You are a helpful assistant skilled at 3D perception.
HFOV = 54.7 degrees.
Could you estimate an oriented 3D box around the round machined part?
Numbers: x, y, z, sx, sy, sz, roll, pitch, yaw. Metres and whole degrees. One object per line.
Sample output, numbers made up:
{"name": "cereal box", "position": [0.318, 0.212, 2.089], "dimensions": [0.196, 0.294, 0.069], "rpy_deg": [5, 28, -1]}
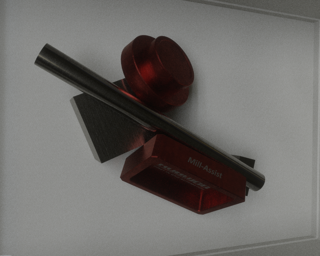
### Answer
{"name": "round machined part", "position": [0.004, -0.071, 0.375], "dimensions": [0.098, 0.042, 0.098], "rpy_deg": [31, 45, -35]}

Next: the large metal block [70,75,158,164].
{"name": "large metal block", "position": [-0.053, -0.012, 0.376], "dimensions": [0.081, 0.050, 0.080], "rpy_deg": [-24, 98, -19]}

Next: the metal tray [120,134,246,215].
{"name": "metal tray", "position": [0.028, 0.063, 0.382], "dimensions": [0.131, 0.090, 0.030], "rpy_deg": [28, 53, -19]}

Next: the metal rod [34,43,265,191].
{"name": "metal rod", "position": [0.004, -0.002, 0.357], "dimensions": [0.301, 0.025, 0.025], "rpy_deg": [30, 80, -18]}

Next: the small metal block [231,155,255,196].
{"name": "small metal block", "position": [0.103, 0.064, 0.435], "dimensions": [0.025, 0.050, 0.050], "rpy_deg": [16, 85, -20]}
